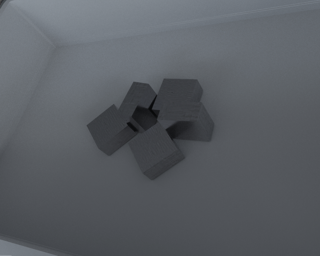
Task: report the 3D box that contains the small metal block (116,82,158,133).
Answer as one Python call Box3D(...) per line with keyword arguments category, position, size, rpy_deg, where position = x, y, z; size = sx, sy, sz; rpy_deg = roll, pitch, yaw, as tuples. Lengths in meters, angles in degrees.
Box3D(category="small metal block", position=(-0.025, -0.026, 0.414), size=(0.025, 0.050, 0.050), rpy_deg=(13, 69, 33))

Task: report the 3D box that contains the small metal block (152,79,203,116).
Box3D(category="small metal block", position=(0.024, -0.038, 0.413), size=(0.050, 0.025, 0.050), rpy_deg=(7, 65, 30))

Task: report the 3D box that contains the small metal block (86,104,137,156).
Box3D(category="small metal block", position=(-0.069, 0.002, 0.436), size=(0.050, 0.025, 0.050), rpy_deg=(-38, 51, 2))

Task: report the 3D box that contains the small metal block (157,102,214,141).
Box3D(category="small metal block", position=(0.032, -0.008, 0.374), size=(0.050, 0.050, 0.025), rpy_deg=(3, 64, 29))

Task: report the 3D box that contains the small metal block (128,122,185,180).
Box3D(category="small metal block", position=(-0.005, 0.028, 0.387), size=(0.050, 0.025, 0.050), rpy_deg=(-35, 52, 4))
